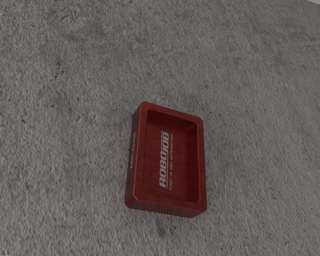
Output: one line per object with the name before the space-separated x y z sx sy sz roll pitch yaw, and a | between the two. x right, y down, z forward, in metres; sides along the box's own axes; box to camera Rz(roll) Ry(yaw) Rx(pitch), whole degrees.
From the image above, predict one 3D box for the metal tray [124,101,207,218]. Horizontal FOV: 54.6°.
metal tray | 0.009 0.037 0.382 0.091 0.030 0.130 15 56 -20
